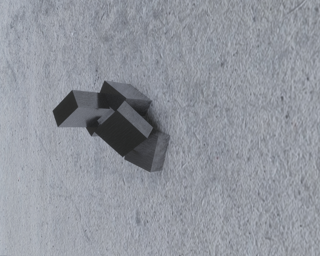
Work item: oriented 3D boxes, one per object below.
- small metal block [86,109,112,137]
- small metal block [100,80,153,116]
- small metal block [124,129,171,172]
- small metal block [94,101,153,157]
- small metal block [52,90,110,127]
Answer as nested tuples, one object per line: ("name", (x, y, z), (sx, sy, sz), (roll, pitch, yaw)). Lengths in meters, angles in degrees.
("small metal block", (-0.087, -0.014, 0.460), (0.025, 0.050, 0.050), (-52, 60, 27))
("small metal block", (-0.048, -0.041, 0.428), (0.050, 0.050, 0.025), (39, 114, 32))
("small metal block", (-0.018, 0.026, 0.419), (0.050, 0.025, 0.050), (21, 103, 37))
("small metal block", (-0.046, 0.002, 0.394), (0.050, 0.025, 0.050), (44, 124, -12))
("small metal block", (-0.103, -0.024, 0.408), (0.050, 0.050, 0.025), (-36, 68, 34))
